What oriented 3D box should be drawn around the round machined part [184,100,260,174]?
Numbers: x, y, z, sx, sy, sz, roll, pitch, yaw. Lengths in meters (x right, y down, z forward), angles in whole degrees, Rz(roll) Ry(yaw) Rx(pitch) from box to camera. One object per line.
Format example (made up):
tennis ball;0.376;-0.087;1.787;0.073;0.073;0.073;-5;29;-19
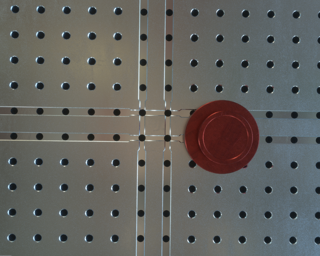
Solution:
round machined part;0.082;0.012;0.406;0.099;0.042;0.097;0;90;-1
